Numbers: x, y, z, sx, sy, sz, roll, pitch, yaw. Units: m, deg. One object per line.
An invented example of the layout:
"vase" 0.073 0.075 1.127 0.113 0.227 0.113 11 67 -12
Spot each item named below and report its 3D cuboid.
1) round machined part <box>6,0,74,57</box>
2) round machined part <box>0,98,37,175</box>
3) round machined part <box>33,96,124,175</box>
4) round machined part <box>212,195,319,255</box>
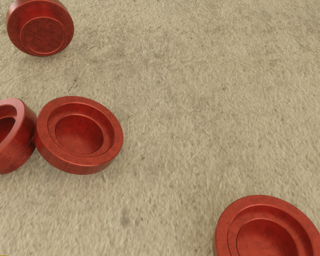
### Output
"round machined part" -0.183 -0.151 0.480 0.099 0.097 0.042 -18 53 -15
"round machined part" -0.184 0.015 0.362 0.098 0.042 0.098 -14 49 17
"round machined part" -0.097 0.012 0.364 0.099 0.042 0.098 18 46 -20
"round machined part" 0.099 0.117 0.295 0.099 0.042 0.098 0 50 0
